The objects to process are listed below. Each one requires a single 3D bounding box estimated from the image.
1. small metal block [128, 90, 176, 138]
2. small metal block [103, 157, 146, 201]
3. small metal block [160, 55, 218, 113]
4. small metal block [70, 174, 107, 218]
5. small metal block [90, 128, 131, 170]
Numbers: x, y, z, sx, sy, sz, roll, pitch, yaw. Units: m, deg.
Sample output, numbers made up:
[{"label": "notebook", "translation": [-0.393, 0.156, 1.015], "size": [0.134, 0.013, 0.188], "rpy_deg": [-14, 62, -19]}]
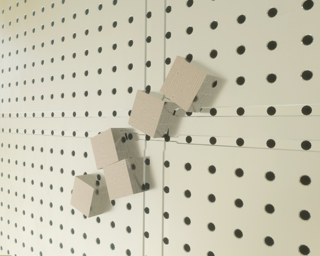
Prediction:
[{"label": "small metal block", "translation": [-0.011, -0.019, 0.417], "size": [0.050, 0.025, 0.050], "rpy_deg": [28, 107, 36]}, {"label": "small metal block", "translation": [-0.053, 0.074, 0.451], "size": [0.050, 0.025, 0.050], "rpy_deg": [-24, 75, 37]}, {"label": "small metal block", "translation": [0.034, -0.053, 0.380], "size": [0.050, 0.025, 0.050], "rpy_deg": [41, 114, 32]}, {"label": "small metal block", "translation": [-0.117, 0.109, 0.503], "size": [0.050, 0.025, 0.050], "rpy_deg": [21, 103, 37]}, {"label": "small metal block", "translation": [-0.075, 0.032, 0.469], "size": [0.050, 0.025, 0.050], "rpy_deg": [-24, 75, 37]}]
